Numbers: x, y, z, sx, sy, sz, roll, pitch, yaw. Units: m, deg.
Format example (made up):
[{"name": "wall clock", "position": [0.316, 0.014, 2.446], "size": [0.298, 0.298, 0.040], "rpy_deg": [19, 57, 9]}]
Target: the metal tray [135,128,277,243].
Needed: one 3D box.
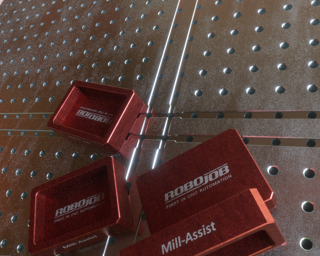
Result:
[{"name": "metal tray", "position": [0.045, 0.068, 0.339], "size": [0.130, 0.030, 0.090], "rpy_deg": [-29, 52, 9]}]

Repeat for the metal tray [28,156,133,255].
[{"name": "metal tray", "position": [-0.105, 0.101, 0.396], "size": [0.130, 0.030, 0.090], "rpy_deg": [-23, 53, 13]}]

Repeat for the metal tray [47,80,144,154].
[{"name": "metal tray", "position": [-0.099, -0.021, 0.467], "size": [0.130, 0.030, 0.090], "rpy_deg": [14, 69, 33]}]

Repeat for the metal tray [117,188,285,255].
[{"name": "metal tray", "position": [0.040, 0.107, 0.278], "size": [0.130, 0.090, 0.030], "rpy_deg": [-29, 52, 10]}]
